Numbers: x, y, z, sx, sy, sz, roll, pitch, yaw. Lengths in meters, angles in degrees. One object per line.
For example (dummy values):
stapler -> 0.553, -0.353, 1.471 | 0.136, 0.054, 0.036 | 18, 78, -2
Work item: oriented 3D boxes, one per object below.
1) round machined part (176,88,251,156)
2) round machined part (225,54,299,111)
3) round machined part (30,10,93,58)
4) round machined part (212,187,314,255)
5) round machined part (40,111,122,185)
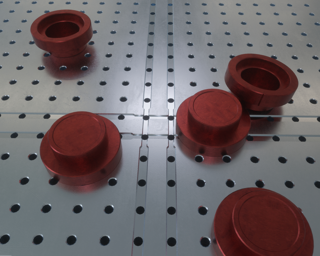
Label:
round machined part -> 0.070, -0.014, 0.409 | 0.099, 0.042, 0.098 | 0, 50, 0
round machined part -> 0.140, -0.061, 0.443 | 0.099, 0.042, 0.098 | 5, 45, -5
round machined part -> -0.164, -0.157, 0.528 | 0.099, 0.042, 0.098 | 0, 50, 0
round machined part -> 0.104, 0.102, 0.311 | 0.099, 0.042, 0.098 | 0, 50, 0
round machined part -> -0.098, 0.017, 0.382 | 0.099, 0.042, 0.098 | 0, 50, 0
